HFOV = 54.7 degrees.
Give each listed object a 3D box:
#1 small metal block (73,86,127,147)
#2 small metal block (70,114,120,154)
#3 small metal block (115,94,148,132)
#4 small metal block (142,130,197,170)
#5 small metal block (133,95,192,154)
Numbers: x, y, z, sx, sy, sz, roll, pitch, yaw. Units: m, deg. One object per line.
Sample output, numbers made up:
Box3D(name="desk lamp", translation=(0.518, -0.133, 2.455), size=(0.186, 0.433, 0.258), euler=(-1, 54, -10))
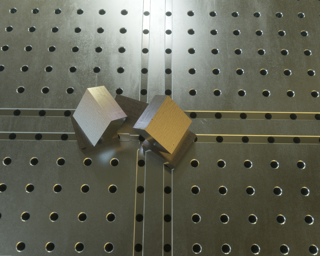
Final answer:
Box3D(name="small metal block", translation=(-0.073, -0.014, 0.373), size=(0.025, 0.050, 0.050), euler=(-20, 66, -48))
Box3D(name="small metal block", translation=(-0.086, 0.001, 0.411), size=(0.050, 0.025, 0.050), euler=(-18, 71, -7))
Box3D(name="small metal block", translation=(-0.034, -0.016, 0.404), size=(0.050, 0.050, 0.025), euler=(18, 71, 6))
Box3D(name="small metal block", translation=(0.012, 0.019, 0.405), size=(0.050, 0.025, 0.050), euler=(34, 73, 11))
Box3D(name="small metal block", translation=(0.004, -0.004, 0.372), size=(0.050, 0.025, 0.050), euler=(44, 69, -32))
